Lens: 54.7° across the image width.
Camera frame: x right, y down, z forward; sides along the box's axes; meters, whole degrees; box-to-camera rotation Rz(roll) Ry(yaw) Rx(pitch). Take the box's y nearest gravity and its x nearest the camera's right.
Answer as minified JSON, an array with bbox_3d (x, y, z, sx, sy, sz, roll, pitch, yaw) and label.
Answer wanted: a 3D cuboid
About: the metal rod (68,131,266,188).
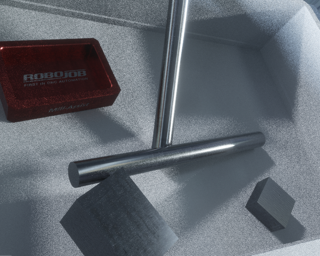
[{"bbox_3d":[0.036,0.031,0.385,0.302,0.025,0.025,-6,65,-39],"label":"metal rod"}]

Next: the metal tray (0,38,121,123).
[{"bbox_3d":[-0.124,-0.063,0.374,0.131,0.030,0.090,-14,69,-34],"label":"metal tray"}]

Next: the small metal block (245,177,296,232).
[{"bbox_3d":[0.152,0.105,0.426,0.050,0.025,0.050,43,51,1],"label":"small metal block"}]

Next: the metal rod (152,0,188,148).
[{"bbox_3d":[0.018,-0.114,0.399,0.025,0.025,0.298,8,86,-24],"label":"metal rod"}]

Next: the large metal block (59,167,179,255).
[{"bbox_3d":[-0.042,0.095,0.290,0.050,0.080,0.080,-34,81,-38],"label":"large metal block"}]
